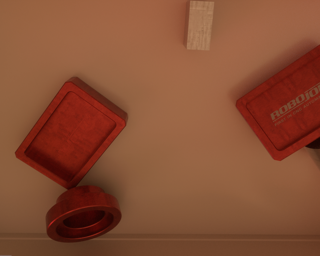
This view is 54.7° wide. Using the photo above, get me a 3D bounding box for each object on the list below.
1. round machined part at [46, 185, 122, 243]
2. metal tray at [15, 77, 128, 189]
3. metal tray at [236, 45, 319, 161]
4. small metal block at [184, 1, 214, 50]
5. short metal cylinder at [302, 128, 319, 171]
[{"bbox_3d":[-0.106,0.115,0.428,0.099,0.042,0.097,-14,141,-11],"label":"round machined part"},{"bbox_3d":[-0.116,0.010,0.410,0.090,0.030,0.130,37,106,-13],"label":"metal tray"},{"bbox_3d":[0.172,-0.031,0.380,0.130,0.030,0.090,-35,80,11],"label":"metal tray"},{"bbox_3d":[0.043,-0.118,0.355,0.025,0.050,0.050,2,110,-1],"label":"small metal block"},{"bbox_3d":[0.228,0.017,0.392,0.080,0.080,0.050,-35,107,12],"label":"short metal cylinder"}]
